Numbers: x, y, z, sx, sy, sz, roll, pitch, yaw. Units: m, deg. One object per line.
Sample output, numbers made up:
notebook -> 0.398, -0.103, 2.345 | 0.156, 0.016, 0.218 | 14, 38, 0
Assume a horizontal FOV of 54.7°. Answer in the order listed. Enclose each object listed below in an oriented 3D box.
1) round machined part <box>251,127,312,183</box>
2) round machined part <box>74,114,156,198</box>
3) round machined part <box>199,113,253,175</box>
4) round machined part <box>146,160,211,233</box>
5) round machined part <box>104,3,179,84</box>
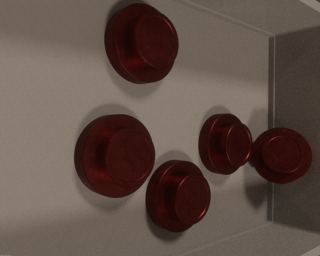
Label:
round machined part -> 0.209, 0.046, 0.535 | 0.042, 0.098, 0.098 | 46, 56, -70
round machined part -> -0.044, 0.033, 0.360 | 0.099, 0.042, 0.097 | 0, 90, -40
round machined part -> 0.110, 0.025, 0.491 | 0.099, 0.042, 0.097 | 0, 90, -40
round machined part -> 0.032, 0.094, 0.425 | 0.099, 0.042, 0.097 | 0, 90, -40
round machined part -> -0.015, -0.105, 0.384 | 0.099, 0.042, 0.097 | 0, 90, -40
